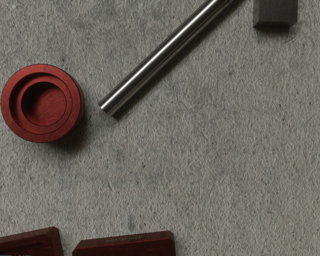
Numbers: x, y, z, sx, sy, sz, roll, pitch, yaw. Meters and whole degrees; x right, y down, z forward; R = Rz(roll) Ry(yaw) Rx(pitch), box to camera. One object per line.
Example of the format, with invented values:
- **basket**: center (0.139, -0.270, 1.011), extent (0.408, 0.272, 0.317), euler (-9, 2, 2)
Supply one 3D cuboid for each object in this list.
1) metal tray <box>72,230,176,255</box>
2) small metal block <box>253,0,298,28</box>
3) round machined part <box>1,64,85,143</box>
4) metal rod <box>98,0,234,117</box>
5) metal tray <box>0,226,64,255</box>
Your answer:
- **metal tray**: center (-0.042, 0.190, 0.407), extent (0.131, 0.030, 0.089), euler (-6, 90, -1)
- **small metal block**: center (0.153, -0.162, 0.412), extent (0.050, 0.025, 0.050), euler (1, 90, -1)
- **round machined part**: center (-0.146, -0.030, 0.400), extent (0.099, 0.042, 0.097), euler (0, 90, -1)
- **metal rod**: center (0.035, -0.127, 0.410), extent (0.300, 0.025, 0.025), euler (-44, 91, -1)
- **metal tray**: center (-0.170, 0.204, 0.405), extent (0.091, 0.030, 0.129), euler (-12, 90, -1)
